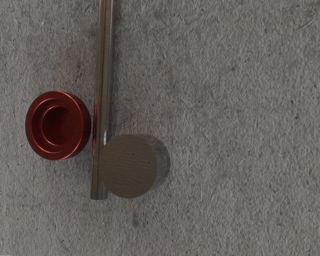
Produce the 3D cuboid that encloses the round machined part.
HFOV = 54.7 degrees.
[{"bbox_3d":[-0.142,-0.003,0.450,0.098,0.042,0.097,0,90,20],"label":"round machined part"}]

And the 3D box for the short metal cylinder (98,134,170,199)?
[{"bbox_3d":[-0.033,0.048,0.407,0.080,0.050,0.079,0,90,20],"label":"short metal cylinder"}]

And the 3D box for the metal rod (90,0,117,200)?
[{"bbox_3d":[-0.079,-0.050,0.436,0.025,0.025,0.298,3,91,20],"label":"metal rod"}]
